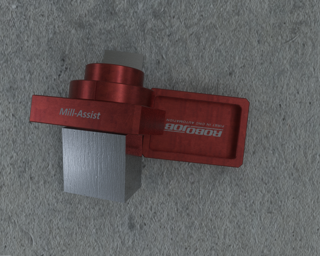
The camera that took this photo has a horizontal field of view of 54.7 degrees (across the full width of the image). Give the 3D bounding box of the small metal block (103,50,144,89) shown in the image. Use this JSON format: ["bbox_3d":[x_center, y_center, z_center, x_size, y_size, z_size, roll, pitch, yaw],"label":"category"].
[{"bbox_3d":[-0.049,-0.074,0.411,0.050,0.025,0.050,7,90,-1],"label":"small metal block"}]

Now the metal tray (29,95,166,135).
[{"bbox_3d":[-0.069,-0.014,0.361,0.130,0.090,0.030,7,91,18],"label":"metal tray"}]

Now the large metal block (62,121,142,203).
[{"bbox_3d":[-0.069,0.038,0.379,0.080,0.050,0.079,6,103,17],"label":"large metal block"}]

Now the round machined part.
[{"bbox_3d":[-0.054,-0.048,0.363,0.099,0.098,0.042,6,90,-1],"label":"round machined part"}]

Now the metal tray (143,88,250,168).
[{"bbox_3d":[0.045,0.000,0.409,0.131,0.030,0.089,6,90,-1],"label":"metal tray"}]
